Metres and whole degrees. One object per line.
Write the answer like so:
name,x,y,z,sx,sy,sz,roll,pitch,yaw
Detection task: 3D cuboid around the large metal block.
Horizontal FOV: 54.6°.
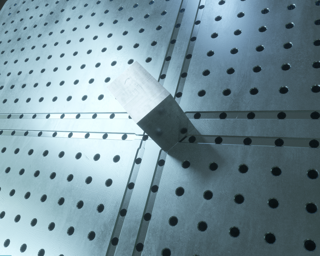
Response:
large metal block,-0.011,-0.026,0.395,0.050,0.080,0.080,-42,51,0
